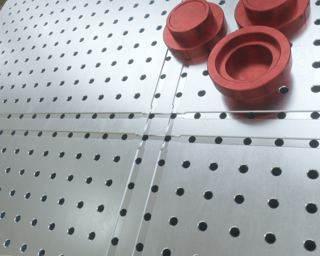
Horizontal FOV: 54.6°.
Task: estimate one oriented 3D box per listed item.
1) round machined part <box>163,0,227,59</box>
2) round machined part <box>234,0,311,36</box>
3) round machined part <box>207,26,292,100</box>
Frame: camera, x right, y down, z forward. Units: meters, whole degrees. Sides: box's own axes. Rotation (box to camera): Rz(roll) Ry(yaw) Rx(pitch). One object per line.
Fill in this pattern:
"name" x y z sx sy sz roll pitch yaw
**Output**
"round machined part" 0.048 -0.156 0.468 0.098 0.042 0.098 -13 56 21
"round machined part" 0.150 -0.169 0.423 0.098 0.042 0.098 -13 56 21
"round machined part" 0.112 -0.076 0.386 0.098 0.042 0.098 -13 56 21
